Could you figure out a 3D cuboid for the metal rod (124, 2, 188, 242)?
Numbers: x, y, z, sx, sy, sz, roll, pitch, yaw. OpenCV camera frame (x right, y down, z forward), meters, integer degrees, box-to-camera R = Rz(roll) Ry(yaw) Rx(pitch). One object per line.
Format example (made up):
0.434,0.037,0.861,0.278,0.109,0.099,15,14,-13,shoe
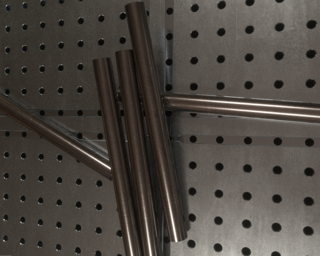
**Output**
-0.003,-0.003,0.390,0.025,0.025,0.298,-9,96,19,metal rod

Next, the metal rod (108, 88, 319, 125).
0.069,-0.029,0.387,0.301,0.025,0.025,6,92,19,metal rod

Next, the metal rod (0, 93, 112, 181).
-0.189,-0.005,0.477,0.301,0.025,0.025,28,99,17,metal rod

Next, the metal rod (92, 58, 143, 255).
-0.052,0.058,0.413,0.025,0.025,0.298,-8,93,19,metal rod

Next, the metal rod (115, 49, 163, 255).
-0.025,0.051,0.403,0.025,0.025,0.298,-6,94,19,metal rod
